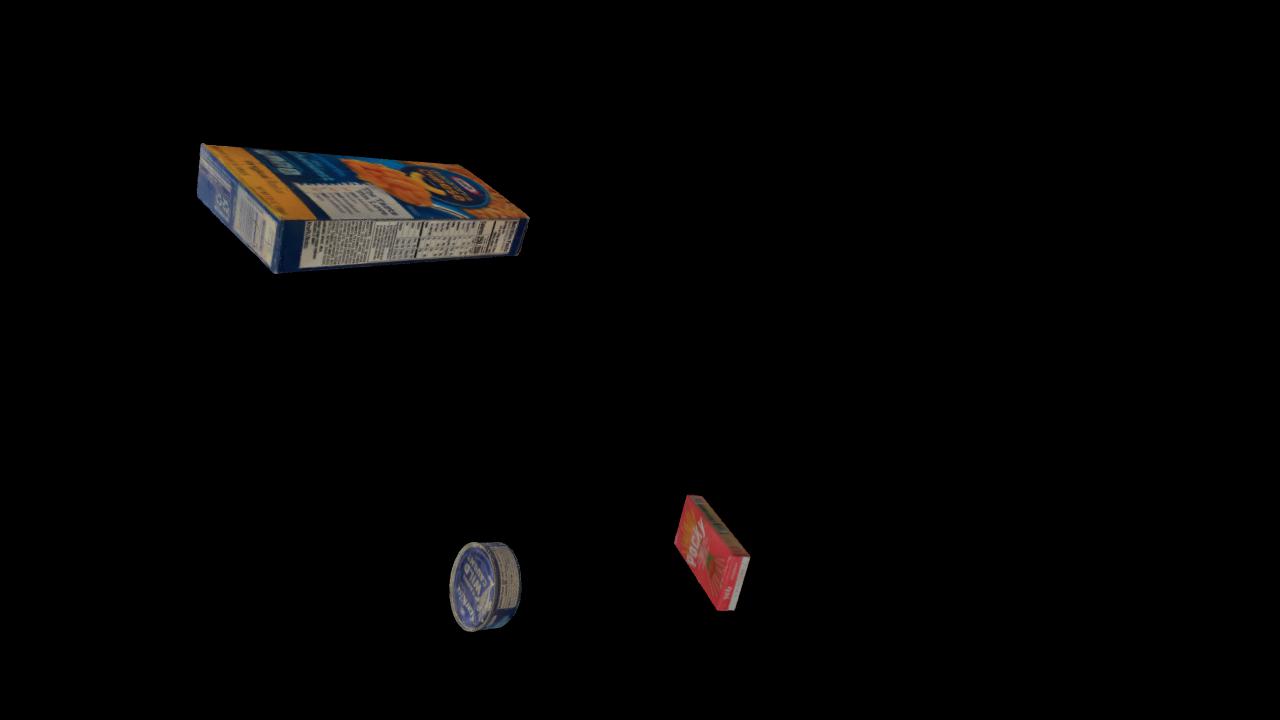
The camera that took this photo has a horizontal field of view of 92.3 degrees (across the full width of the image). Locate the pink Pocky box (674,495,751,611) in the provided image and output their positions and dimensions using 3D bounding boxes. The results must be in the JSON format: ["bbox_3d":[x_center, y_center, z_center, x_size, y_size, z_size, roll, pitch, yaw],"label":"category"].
[{"bbox_3d":[0.094,0.259,0.844,0.029,0.084,0.155,8,16,-22],"label":"pink Pocky box"}]

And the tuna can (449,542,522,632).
[{"bbox_3d":[-0.156,0.226,0.619,0.084,0.084,0.034,0,-11,45],"label":"tuna can"}]

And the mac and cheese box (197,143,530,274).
[{"bbox_3d":[-0.173,-0.102,0.415,0.093,0.041,0.184,37,30,22],"label":"mac and cheese box"}]
